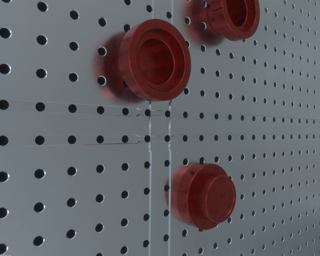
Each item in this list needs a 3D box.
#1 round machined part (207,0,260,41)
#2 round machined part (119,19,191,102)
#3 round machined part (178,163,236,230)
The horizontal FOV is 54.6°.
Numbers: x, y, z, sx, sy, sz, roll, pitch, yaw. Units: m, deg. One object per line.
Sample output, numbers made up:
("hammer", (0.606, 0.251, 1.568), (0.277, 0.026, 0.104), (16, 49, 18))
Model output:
("round machined part", (0.112, -0.186, 0.490), (0.099, 0.042, 0.097), (0, 90, -40))
("round machined part", (-0.010, -0.082, 0.388), (0.099, 0.042, 0.097), (0, 90, -40))
("round machined part", (0.076, 0.102, 0.461), (0.099, 0.042, 0.097), (0, 90, -40))
